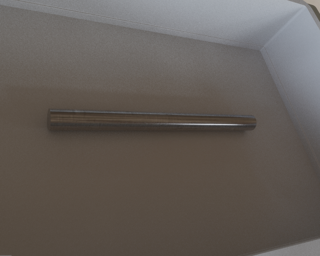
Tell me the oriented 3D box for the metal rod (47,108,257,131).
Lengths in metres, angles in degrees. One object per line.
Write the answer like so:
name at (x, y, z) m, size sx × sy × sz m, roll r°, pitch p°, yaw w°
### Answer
metal rod at (0.010, -0.009, 0.415) m, size 0.303 × 0.025 × 0.025 m, roll 0°, pitch 62°, yaw -28°
